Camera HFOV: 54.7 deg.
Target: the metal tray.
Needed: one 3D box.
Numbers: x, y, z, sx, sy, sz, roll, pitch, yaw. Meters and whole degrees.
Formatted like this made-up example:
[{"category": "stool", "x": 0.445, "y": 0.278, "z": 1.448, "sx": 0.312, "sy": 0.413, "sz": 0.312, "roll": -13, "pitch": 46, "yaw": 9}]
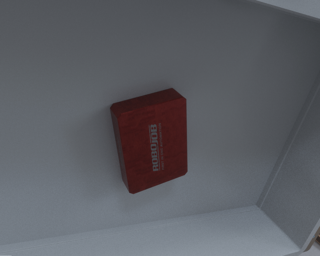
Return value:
[{"category": "metal tray", "x": -0.010, "y": 0.019, "z": 0.413, "sx": 0.091, "sy": 0.030, "sz": 0.129, "roll": -17, "pitch": 126, "yaw": -19}]
